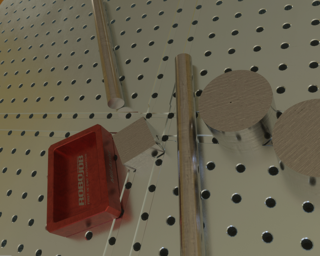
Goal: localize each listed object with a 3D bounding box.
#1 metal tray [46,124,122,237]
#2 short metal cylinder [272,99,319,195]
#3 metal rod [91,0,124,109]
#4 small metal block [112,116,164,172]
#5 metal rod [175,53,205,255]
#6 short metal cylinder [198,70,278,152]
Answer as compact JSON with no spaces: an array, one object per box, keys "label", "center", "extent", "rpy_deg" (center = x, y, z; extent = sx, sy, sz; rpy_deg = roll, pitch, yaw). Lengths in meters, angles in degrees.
[{"label":"metal tray","center":[-0.105,0.067,0.416],"extent":[0.090,0.030,0.130],"rpy_deg":[-23,53,13]},{"label":"short metal cylinder","center":[0.154,0.019,0.300],"extent":[0.080,0.050,0.080],"rpy_deg":[-13,56,20]},{"label":"metal rod","center":[-0.098,-0.153,0.551],"extent":[0.025,0.025,0.299],"rpy_deg":[-25,53,13]},{"label":"small metal block","center":[-0.029,0.021,0.409],"extent":[0.050,0.025,0.050],"rpy_deg":[-32,52,7]},{"label":"metal rod","center":[0.033,0.028,0.372],"extent":[0.025,0.025,0.299],"rpy_deg":[-13,56,21]},{"label":"short metal cylinder","center":[0.091,-0.019,0.356],"extent":[0.080,0.050,0.080],"rpy_deg":[-13,56,20]}]
